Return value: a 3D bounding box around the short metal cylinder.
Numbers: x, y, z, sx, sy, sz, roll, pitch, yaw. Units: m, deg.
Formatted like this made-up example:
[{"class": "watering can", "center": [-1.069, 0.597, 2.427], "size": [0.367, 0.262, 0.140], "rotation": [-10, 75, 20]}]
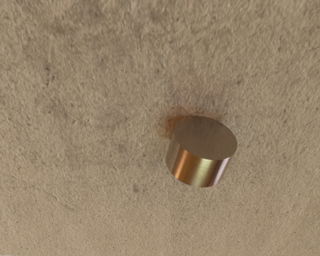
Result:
[{"class": "short metal cylinder", "center": [0.052, 0.029, 0.397], "size": [0.081, 0.080, 0.050], "rotation": [8, 130, -7]}]
